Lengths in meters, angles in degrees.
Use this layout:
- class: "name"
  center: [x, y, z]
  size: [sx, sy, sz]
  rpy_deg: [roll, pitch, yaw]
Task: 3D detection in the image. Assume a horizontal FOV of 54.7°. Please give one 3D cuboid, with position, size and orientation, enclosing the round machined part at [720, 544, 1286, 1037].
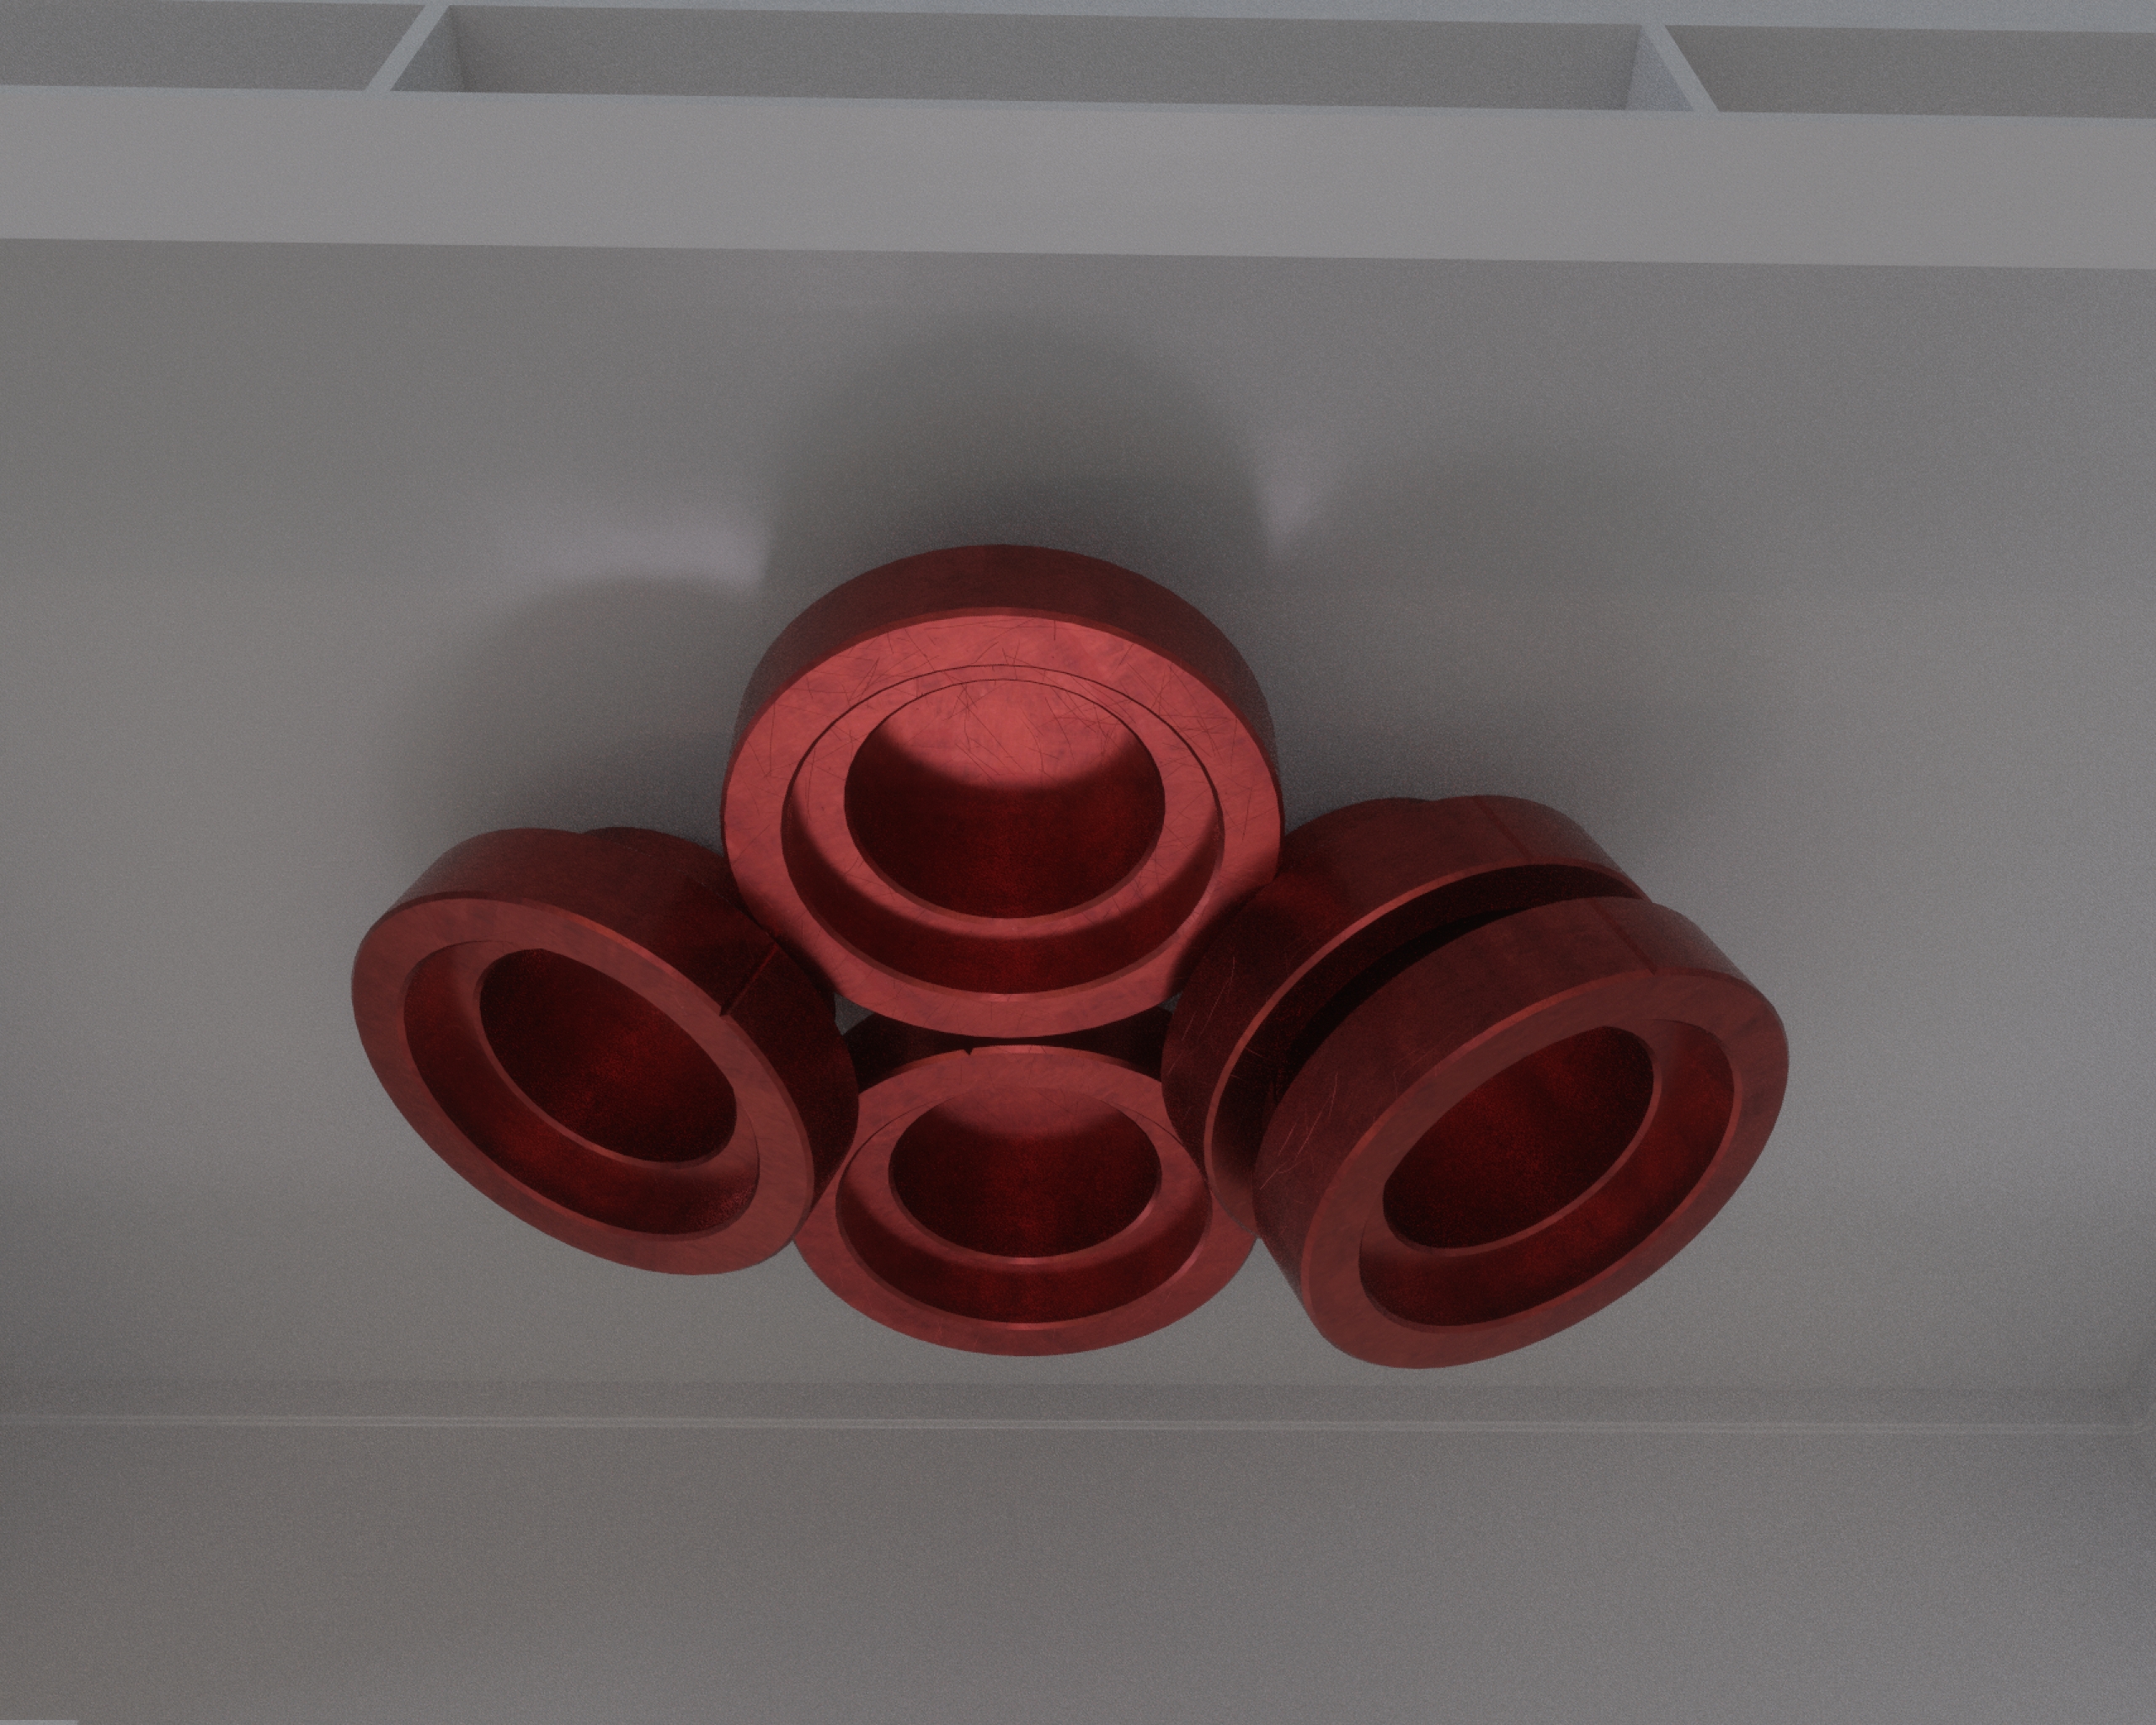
- class: "round machined part"
  center: [-0.013, -0.017, 0.380]
  size: [0.099, 0.042, 0.097]
  rpy_deg: [0, 130, 0]

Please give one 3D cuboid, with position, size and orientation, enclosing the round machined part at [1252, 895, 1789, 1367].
- class: "round machined part"
  center: [0.076, 0.044, 0.383]
  size: [0.099, 0.042, 0.097]
  rpy_deg: [-15, 132, -17]

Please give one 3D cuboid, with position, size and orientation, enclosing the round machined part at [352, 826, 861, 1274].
- class: "round machined part"
  center: [-0.087, 0.032, 0.408]
  size: [0.098, 0.042, 0.097]
  rpy_deg: [13, 132, 16]

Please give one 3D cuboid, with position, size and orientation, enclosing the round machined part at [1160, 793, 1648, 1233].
- class: "round machined part"
  center: [0.061, 0.026, 0.405]
  size: [0.099, 0.042, 0.097]
  rpy_deg: [-15, 132, -17]

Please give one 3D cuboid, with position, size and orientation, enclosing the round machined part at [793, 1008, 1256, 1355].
- class: "round machined part"
  center: [-0.011, 0.059, 0.445]
  size: [0.099, 0.042, 0.097]
  rpy_deg: [0, 130, 0]
